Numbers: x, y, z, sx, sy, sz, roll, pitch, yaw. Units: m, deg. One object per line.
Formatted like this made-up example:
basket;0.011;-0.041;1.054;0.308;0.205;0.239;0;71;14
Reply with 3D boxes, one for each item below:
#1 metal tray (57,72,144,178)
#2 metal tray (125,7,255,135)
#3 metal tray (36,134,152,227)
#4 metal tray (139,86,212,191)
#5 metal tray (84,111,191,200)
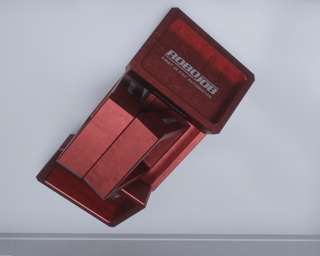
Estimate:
metal tray;-0.060;-0.012;0.347;0.030;0.130;0.090;39;106;-13
metal tray;0.037;-0.064;0.365;0.130;0.030;0.090;37;80;-13
metal tray;-0.089;0.075;0.415;0.130;0.030;0.090;38;130;-14
metal tray;-0.006;0.012;0.411;0.090;0.030;0.130;37;105;-13
metal tray;-0.018;0.024;0.349;0.030;0.130;0.090;45;105;9
